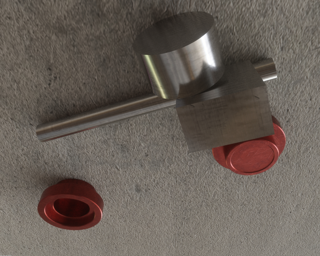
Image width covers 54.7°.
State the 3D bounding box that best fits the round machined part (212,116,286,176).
[{"bbox_3d":[0.121,0.027,0.420,0.099,0.042,0.097,0,130,0],"label":"round machined part"}]

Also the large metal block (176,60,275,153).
[{"bbox_3d":[0.063,-0.025,0.318,0.080,0.080,0.050,-14,116,11],"label":"large metal block"}]

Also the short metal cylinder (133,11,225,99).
[{"bbox_3d":[0.020,-0.073,0.309,0.080,0.080,0.050,-15,129,12],"label":"short metal cylinder"}]

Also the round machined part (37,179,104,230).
[{"bbox_3d":[-0.139,0.119,0.496,0.099,0.042,0.097,0,130,0],"label":"round machined part"}]

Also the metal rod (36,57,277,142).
[{"bbox_3d":[-0.014,-0.030,0.380,0.301,0.025,0.025,-15,129,12],"label":"metal rod"}]
